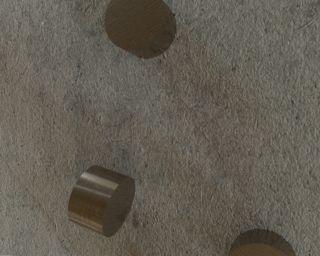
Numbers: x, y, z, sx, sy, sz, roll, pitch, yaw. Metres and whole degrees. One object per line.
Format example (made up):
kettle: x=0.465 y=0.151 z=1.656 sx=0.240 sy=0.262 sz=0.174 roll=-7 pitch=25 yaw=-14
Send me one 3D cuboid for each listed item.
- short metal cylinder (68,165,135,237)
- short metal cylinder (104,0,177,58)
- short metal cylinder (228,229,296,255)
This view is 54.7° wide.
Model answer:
short metal cylinder: x=-0.074 y=0.095 z=0.406 sx=0.050 sy=0.080 sz=0.080 roll=16 pitch=96 yaw=19
short metal cylinder: x=-0.024 y=-0.136 z=0.404 sx=0.080 sy=0.050 sz=0.080 roll=0 pitch=90 yaw=20
short metal cylinder: x=0.117 y=0.163 z=0.354 sx=0.080 sy=0.050 sz=0.080 roll=0 pitch=90 yaw=20
